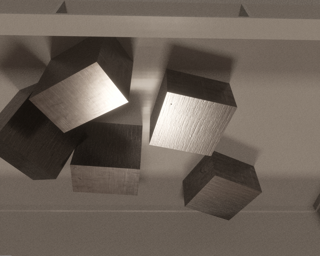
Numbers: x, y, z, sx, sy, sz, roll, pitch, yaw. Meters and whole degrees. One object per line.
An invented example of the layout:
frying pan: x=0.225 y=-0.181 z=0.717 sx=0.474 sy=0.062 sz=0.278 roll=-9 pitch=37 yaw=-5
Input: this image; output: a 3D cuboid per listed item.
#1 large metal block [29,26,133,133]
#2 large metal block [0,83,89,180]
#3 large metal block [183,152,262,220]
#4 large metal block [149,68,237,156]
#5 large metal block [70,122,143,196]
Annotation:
large metal block: x=-0.078 y=-0.052 z=0.327 sx=0.080 sy=0.080 sz=0.050 roll=-24 pitch=126 yaw=18
large metal block: x=-0.146 y=0.006 z=0.367 sx=0.050 sy=0.080 sz=0.080 roll=-10 pitch=134 yaw=39
large metal block: x=0.091 y=0.088 z=0.469 sx=0.080 sy=0.050 sz=0.080 roll=22 pitch=127 yaw=-18
large metal block: x=0.036 y=-0.017 z=0.379 sx=0.081 sy=0.050 sz=0.079 roll=11 pitch=129 yaw=-10
large metal block: x=-0.066 y=0.038 z=0.405 sx=0.081 sy=0.080 sz=0.050 roll=5 pitch=130 yaw=-5
